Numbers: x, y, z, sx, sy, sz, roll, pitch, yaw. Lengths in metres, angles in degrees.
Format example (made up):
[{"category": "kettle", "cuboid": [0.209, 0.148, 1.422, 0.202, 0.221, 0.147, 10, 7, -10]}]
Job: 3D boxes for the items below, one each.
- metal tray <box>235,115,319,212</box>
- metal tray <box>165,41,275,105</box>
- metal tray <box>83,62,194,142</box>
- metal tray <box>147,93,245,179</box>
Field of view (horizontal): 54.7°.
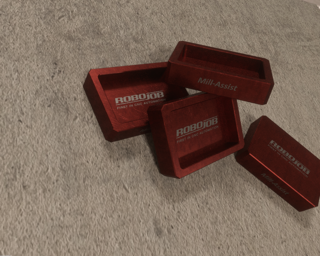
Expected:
[{"category": "metal tray", "cuboid": [0.186, 0.052, 0.472, 0.130, 0.030, 0.090, 39, 51, -2]}, {"category": "metal tray", "cuboid": [0.080, -0.077, 0.415, 0.131, 0.030, 0.090, 14, 34, 5]}, {"category": "metal tray", "cuboid": [-0.024, -0.039, 0.412, 0.131, 0.030, 0.090, -14, 69, -34]}, {"category": "metal tray", "cuboid": [0.052, 0.001, 0.403, 0.131, 0.030, 0.089, -19, 101, -35]}]
